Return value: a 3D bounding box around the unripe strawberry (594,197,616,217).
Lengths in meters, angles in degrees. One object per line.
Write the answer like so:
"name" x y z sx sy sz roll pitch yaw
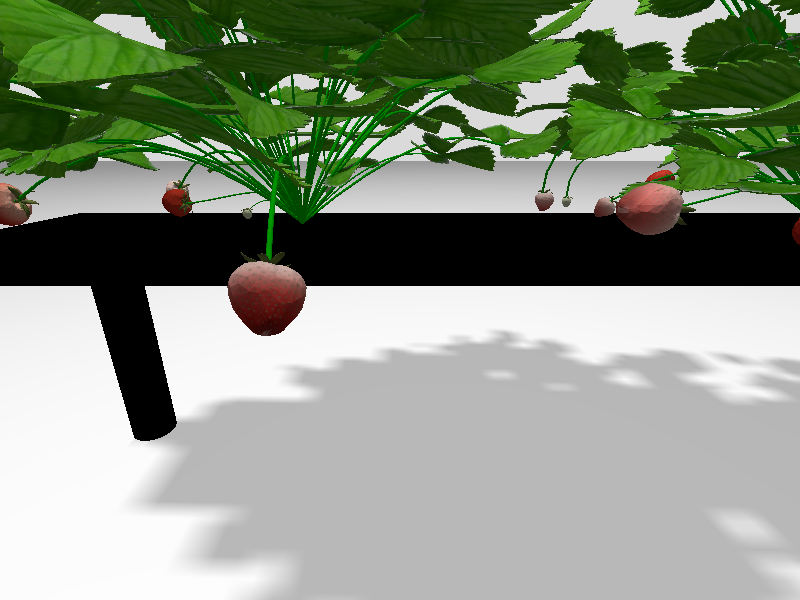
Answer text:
"unripe strawberry" 0.193 -0.087 0.380 0.019 0.019 0.018 -42 7 23

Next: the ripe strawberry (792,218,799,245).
"ripe strawberry" 0.254 -0.042 0.242 0.027 0.028 0.024 -20 28 -41

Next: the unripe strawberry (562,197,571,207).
"unripe strawberry" 0.185 -0.109 0.446 0.010 0.011 0.011 12 24 28

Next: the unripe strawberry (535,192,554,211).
"unripe strawberry" 0.153 -0.104 0.425 0.019 0.020 0.018 8 22 20

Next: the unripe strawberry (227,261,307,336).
"unripe strawberry" -0.046 0.000 0.139 0.026 0.026 0.023 -4 -28 -9

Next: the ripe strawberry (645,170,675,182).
"ripe strawberry" 0.331 -0.148 0.514 0.032 0.036 0.034 -4 20 -10

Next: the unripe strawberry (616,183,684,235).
"unripe strawberry" 0.179 -0.066 0.292 0.038 0.037 0.042 -6 22 -15

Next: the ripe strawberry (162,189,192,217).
"ripe strawberry" -0.217 -0.094 0.387 0.027 0.026 0.025 6 22 18

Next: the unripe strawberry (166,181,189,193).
"unripe strawberry" -0.272 -0.131 0.488 0.027 0.026 0.024 -15 6 43

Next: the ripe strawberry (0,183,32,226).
"ripe strawberry" -0.336 -0.079 0.337 0.036 0.035 0.034 -13 20 3

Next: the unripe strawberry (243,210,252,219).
"unripe strawberry" -0.145 -0.081 0.380 0.010 0.010 0.009 11 23 28

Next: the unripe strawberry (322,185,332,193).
"unripe strawberry" -0.101 -0.155 0.554 0.013 0.012 0.012 -1 21 -4
